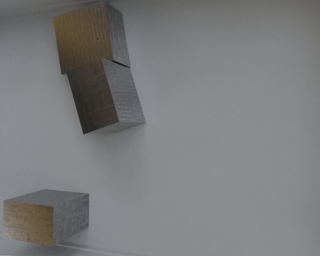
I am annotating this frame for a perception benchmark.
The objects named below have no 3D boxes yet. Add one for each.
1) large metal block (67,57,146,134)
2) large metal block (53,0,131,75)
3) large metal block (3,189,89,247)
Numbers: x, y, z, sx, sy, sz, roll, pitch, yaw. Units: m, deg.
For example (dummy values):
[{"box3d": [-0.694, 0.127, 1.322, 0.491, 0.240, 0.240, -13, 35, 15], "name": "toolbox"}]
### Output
[{"box3d": [-0.067, -0.038, 0.405, 0.050, 0.080, 0.080, -19, 84, 19], "name": "large metal block"}, {"box3d": [-0.094, -0.118, 0.430, 0.080, 0.050, 0.080, -10, 87, 19], "name": "large metal block"}, {"box3d": [-0.157, 0.122, 0.437, 0.080, 0.080, 0.050, 1, 91, 20], "name": "large metal block"}]
